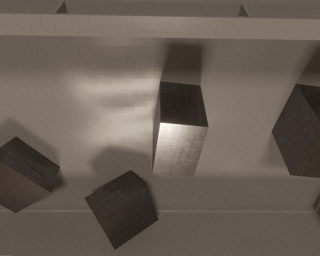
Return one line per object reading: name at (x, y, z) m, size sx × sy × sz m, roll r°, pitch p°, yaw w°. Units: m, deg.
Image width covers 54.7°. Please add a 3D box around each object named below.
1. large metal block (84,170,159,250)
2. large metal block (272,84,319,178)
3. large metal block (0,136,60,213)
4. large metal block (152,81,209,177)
large metal block at (-0.057, 0.125, 0.475) m, size 0.080 × 0.050 × 0.080 m, roll -30°, pitch 132°, yaw -18°
large metal block at (0.187, 0.004, 0.379) m, size 0.050 × 0.080 × 0.079 m, roll 6°, pitch 130°, yaw -6°
large metal block at (-0.209, 0.070, 0.449) m, size 0.080 × 0.050 × 0.080 m, roll -30°, pitch 124°, yaw 22°
large metal block at (0.020, 0.001, 0.374) m, size 0.050 × 0.080 × 0.079 m, roll 5°, pitch 130°, yaw -5°
